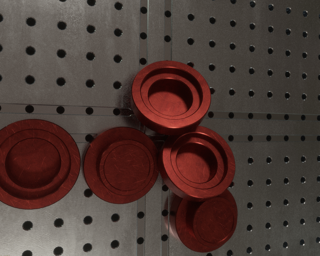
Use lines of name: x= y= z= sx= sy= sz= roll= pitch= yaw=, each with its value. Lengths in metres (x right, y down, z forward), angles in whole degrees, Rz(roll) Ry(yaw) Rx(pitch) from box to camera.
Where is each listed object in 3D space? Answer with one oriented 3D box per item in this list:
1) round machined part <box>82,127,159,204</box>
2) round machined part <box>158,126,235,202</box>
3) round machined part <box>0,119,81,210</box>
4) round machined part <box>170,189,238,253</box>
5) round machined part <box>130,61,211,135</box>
round machined part: x=-0.046 y=0.047 z=0.388 sx=0.099 sy=0.042 sz=0.097 roll=0 pitch=90 yaw=-20
round machined part: x=0.045 y=0.049 z=0.408 sx=0.099 sy=0.042 sz=0.098 roll=7 pitch=63 yaw=-13
round machined part: x=-0.143 y=0.039 z=0.351 sx=0.099 sy=0.042 sz=0.097 roll=0 pitch=90 yaw=-21
round machined part: x=0.067 y=0.125 z=0.430 sx=0.099 sy=0.042 sz=0.097 roll=0 pitch=90 yaw=-21
round machined part: x=0.012 y=-0.034 z=0.395 sx=0.099 sy=0.042 sz=0.098 roll=4 pitch=63 yaw=-7
